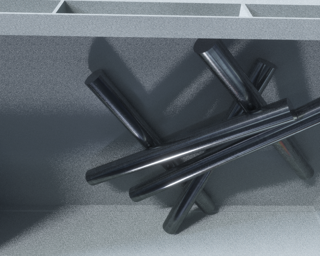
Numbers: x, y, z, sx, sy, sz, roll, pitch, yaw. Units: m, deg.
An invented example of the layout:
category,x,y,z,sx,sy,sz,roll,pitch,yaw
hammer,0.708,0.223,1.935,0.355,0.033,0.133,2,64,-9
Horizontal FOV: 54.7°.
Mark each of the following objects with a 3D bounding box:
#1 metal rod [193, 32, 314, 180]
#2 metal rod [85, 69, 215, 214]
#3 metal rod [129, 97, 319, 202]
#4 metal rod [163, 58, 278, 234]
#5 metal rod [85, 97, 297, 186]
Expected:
category,x,y,z,sx,sy,sz,roll,pitch,yaw
metal rod,0.131,-0.005,0.374,0.025,0.025,0.301,-31,134,23
metal rod,0.002,0.037,0.440,0.025,0.025,0.300,-26,126,20
metal rod,0.066,0.040,0.392,0.025,0.025,0.299,37,131,-28
metal rod,0.069,0.044,0.424,0.025,0.025,0.298,16,121,-14
metal rod,0.014,0.028,0.388,0.300,0.025,0.025,-22,128,33
